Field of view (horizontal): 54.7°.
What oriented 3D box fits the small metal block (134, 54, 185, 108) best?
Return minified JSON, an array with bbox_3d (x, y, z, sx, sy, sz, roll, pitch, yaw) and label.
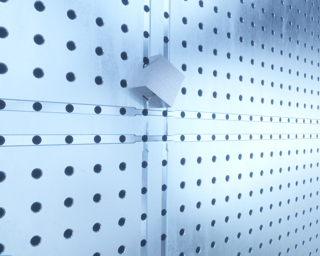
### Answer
[{"bbox_3d":[0.000,-0.061,0.411,0.050,0.025,0.050,37,67,-34],"label":"small metal block"}]
